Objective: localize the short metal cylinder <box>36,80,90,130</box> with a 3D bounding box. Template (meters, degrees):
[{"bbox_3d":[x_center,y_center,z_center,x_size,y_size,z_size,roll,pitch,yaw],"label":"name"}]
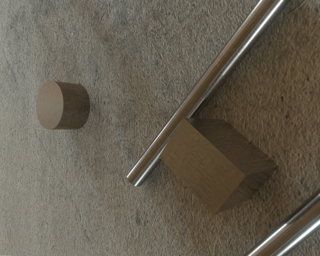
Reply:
[{"bbox_3d":[-0.163,-0.037,0.520,0.080,0.050,0.079,0,90,39],"label":"short metal cylinder"}]

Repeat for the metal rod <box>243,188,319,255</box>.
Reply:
[{"bbox_3d":[0.135,0.089,0.292,0.025,0.025,0.298,50,119,28],"label":"metal rod"}]

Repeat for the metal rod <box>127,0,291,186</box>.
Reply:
[{"bbox_3d":[0.045,-0.036,0.365,0.025,0.025,0.298,51,120,27],"label":"metal rod"}]

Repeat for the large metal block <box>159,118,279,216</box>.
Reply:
[{"bbox_3d":[0.061,0.034,0.318,0.080,0.081,0.050,45,117,30],"label":"large metal block"}]
